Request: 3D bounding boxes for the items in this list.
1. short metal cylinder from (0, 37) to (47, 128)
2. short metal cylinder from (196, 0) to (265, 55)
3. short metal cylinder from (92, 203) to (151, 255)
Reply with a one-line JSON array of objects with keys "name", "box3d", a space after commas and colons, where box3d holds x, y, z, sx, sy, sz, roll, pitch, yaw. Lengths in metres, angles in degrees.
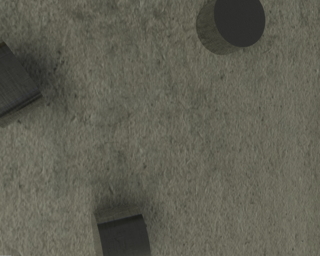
[{"name": "short metal cylinder", "box3d": [-0.164, -0.046, 0.319, 0.050, 0.080, 0.080, -36, 102, -17]}, {"name": "short metal cylinder", "box3d": [0.098, -0.147, 0.433, 0.081, 0.050, 0.079, 0, 90, -21]}, {"name": "short metal cylinder", "box3d": [-0.048, 0.133, 0.363, 0.050, 0.080, 0.079, -8, 93, -20]}]
